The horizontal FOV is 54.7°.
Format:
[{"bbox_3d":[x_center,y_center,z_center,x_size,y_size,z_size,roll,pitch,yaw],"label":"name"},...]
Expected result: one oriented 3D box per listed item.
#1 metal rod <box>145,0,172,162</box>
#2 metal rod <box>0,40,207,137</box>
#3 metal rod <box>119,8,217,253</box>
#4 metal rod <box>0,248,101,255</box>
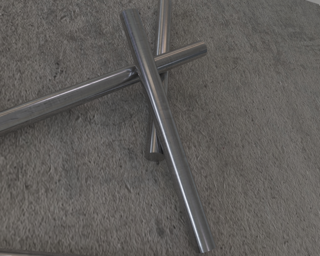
[{"bbox_3d":[0.001,-0.090,0.459,0.025,0.025,0.300,16,55,-19],"label":"metal rod"},{"bbox_3d":[-0.054,-0.060,0.389,0.302,0.025,0.025,-27,77,-30],"label":"metal rod"},{"bbox_3d":[0.006,-0.004,0.371,0.025,0.025,0.299,-12,80,-33],"label":"metal rod"},{"bbox_3d":[-0.034,0.139,0.300,0.302,0.025,0.025,14,56,-21],"label":"metal rod"}]
